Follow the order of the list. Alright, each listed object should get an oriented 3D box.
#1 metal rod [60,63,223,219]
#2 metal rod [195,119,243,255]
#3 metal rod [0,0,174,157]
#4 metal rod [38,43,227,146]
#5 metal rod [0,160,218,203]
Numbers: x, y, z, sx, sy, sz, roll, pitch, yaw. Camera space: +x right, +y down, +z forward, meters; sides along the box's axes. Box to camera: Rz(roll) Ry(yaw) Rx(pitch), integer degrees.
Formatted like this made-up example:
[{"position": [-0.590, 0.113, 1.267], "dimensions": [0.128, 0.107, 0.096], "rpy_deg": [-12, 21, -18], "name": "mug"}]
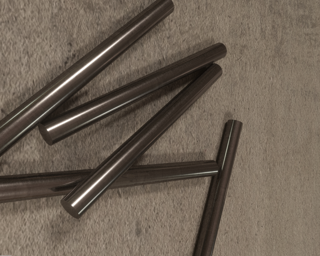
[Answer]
[{"position": [0.000, -0.006, 0.387], "dimensions": [0.302, 0.025, 0.025], "rpy_deg": [-44, 117, -38], "name": "metal rod"}, {"position": [0.083, 0.130, 0.476], "dimensions": [0.025, 0.025, 0.299], "rpy_deg": [27, 73, -37], "name": "metal rod"}, {"position": [-0.079, -0.066, 0.339], "dimensions": [0.301, 0.025, 0.025], "rpy_deg": [-48, 119, -29], "name": "metal rod"}, {"position": [-0.010, -0.058, 0.397], "dimensions": [0.302, 0.025, 0.025], "rpy_deg": [-32, 110, -36], "name": "metal rod"}, {"position": [-0.036, 0.059, 0.376], "dimensions": [0.302, 0.025, 0.025], "rpy_deg": [1, 89, -40], "name": "metal rod"}]
